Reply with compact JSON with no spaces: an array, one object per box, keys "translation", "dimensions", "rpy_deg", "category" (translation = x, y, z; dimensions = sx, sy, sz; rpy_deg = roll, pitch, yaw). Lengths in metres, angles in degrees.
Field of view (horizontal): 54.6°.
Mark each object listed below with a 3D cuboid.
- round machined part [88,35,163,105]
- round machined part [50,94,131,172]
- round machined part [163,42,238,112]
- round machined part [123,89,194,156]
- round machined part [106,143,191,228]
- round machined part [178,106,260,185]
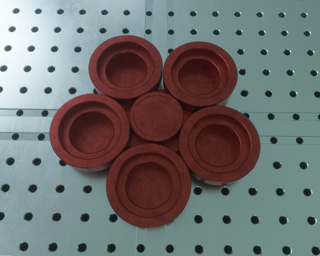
[{"translation":[-0.046,-0.076,0.430],"dimensions":[0.099,0.042,0.098],"rpy_deg":[0,70,0],"category":"round machined part"},{"translation":[-0.086,0.008,0.399],"dimensions":[0.099,0.042,0.098],"rpy_deg":[0,70,0],"category":"round machined part"},{"translation":[0.053,-0.066,0.427],"dimensions":[0.099,0.042,0.098],"rpy_deg":[0,70,0],"category":"round machined part"},{"translation":[-0.004,-0.008,0.405],"dimensions":[0.099,0.042,0.098],"rpy_deg":[0,70,0],"category":"round machined part"},{"translation":[-0.013,0.071,0.376],"dimensions":[0.099,0.042,0.098],"rpy_deg":[0,70,0],"category":"round machined part"},{"translation":[0.072,0.024,0.394],"dimensions":[0.099,0.042,0.098],"rpy_deg":[0,70,0],"category":"round machined part"}]
